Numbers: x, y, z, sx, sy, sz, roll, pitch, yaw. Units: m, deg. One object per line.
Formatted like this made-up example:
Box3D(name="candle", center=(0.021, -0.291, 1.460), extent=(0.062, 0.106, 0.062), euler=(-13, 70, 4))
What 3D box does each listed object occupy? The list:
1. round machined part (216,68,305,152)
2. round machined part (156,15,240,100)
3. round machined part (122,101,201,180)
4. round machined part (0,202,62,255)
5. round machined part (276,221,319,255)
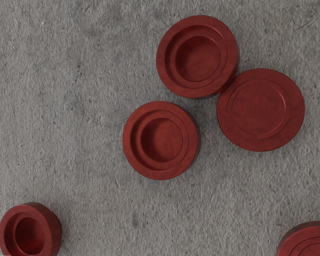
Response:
Box3D(name="round machined part", center=(0.114, -0.021, 0.359), extent=(0.098, 0.042, 0.097), euler=(0, 90, 20))
Box3D(name="round machined part", center=(0.048, -0.083, 0.381), extent=(0.098, 0.042, 0.097), euler=(-1, 88, 23))
Box3D(name="round machined part", center=(0.005, 0.015, 0.398), extent=(0.098, 0.042, 0.097), euler=(0, 90, 20))
Box3D(name="round machined part", center=(-0.189, 0.160, 0.467), extent=(0.098, 0.042, 0.097), euler=(0, 90, 20))
Box3D(name="round machined part", center=(0.178, 0.150, 0.337), extent=(0.098, 0.042, 0.097), euler=(0, 90, 20))
